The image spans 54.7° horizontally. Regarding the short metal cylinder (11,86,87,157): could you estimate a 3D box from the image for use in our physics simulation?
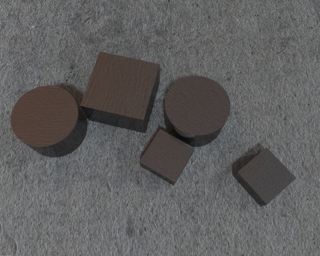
[{"bbox_3d":[-0.139,-0.007,0.396,0.081,0.050,0.080,0,70,0],"label":"short metal cylinder"}]

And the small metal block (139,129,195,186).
[{"bbox_3d":[0.009,0.037,0.395,0.050,0.025,0.050,29,72,10],"label":"small metal block"}]

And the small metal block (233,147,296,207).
[{"bbox_3d":[0.129,0.061,0.387,0.050,0.025,0.050,-37,74,-13],"label":"small metal block"}]

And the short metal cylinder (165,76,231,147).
[{"bbox_3d":[0.046,-0.020,0.403,0.081,0.050,0.080,0,70,0],"label":"short metal cylinder"}]

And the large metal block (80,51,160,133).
[{"bbox_3d":[-0.049,-0.046,0.411,0.080,0.050,0.080,13,71,4],"label":"large metal block"}]
